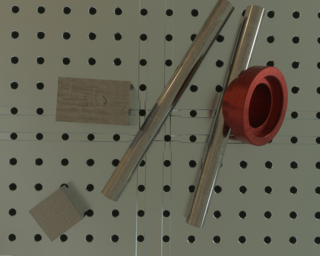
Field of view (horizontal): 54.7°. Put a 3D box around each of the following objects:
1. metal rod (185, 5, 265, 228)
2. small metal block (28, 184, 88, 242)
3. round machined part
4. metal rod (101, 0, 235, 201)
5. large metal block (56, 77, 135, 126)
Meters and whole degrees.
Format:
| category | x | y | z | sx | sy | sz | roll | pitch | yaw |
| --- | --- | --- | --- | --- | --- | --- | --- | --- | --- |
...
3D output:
| category | x | y | z | sx | sy | sz | roll | pitch | yaw |
| --- | --- | --- | --- | --- | --- | --- | --- | --- | --- |
| metal rod | 0.087 | -0.015 | 0.414 | 0.025 | 0.025 | 0.298 | 16 | 90 | -1 |
| small metal block | -0.135 | 0.112 | 0.412 | 0.050 | 0.025 | 0.050 | -37 | 90 | 0 |
| round machined part | 0.116 | -0.029 | 0.390 | 0.099 | 0.042 | 0.097 | -12 | 108 | -39 |
| metal rod | 0.011 | -0.037 | 0.413 | 0.025 | 0.025 | 0.299 | 31 | 90 | -1 |
| large metal block | -0.075 | -0.030 | 0.385 | 0.081 | 0.080 | 0.050 | 3 | 90 | -1 |
